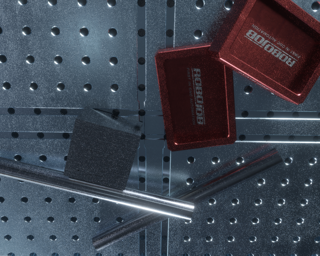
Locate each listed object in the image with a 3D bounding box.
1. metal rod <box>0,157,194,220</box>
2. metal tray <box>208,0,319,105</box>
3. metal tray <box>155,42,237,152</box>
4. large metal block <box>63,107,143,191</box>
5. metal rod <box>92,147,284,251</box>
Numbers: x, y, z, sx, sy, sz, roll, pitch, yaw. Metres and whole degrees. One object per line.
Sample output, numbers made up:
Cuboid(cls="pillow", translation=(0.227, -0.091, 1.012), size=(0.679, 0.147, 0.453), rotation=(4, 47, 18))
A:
Cuboid(cls="metal rod", translation=(-0.103, 0.080, 0.427), size=(0.302, 0.025, 0.025), rotation=(13, 110, 0))
Cuboid(cls="metal tray", translation=(0.132, -0.094, 0.357), size=(0.131, 0.030, 0.090), rotation=(24, 100, -21))
Cuboid(cls="metal tray", translation=(0.047, -0.039, 0.397), size=(0.091, 0.030, 0.129), rotation=(-8, 110, 2))
Cuboid(cls="large metal block", translation=(-0.073, 0.026, 0.409), size=(0.080, 0.050, 0.079), rotation=(16, 109, -6))
Cuboid(cls="metal rod", translation=(0.034, 0.107, 0.453), size=(0.301, 0.025, 0.025), rotation=(-28, 108, 9))
